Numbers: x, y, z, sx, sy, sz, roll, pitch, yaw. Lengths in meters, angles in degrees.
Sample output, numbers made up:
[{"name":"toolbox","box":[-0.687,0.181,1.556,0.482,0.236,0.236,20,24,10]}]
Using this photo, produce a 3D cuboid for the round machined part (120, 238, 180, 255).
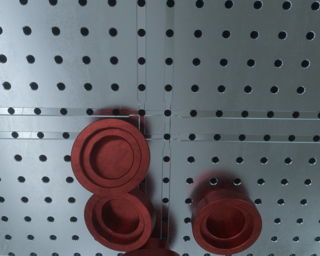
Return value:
[{"name":"round machined part","box":[-0.017,0.199,0.464,0.099,0.042,0.097,-3,137,-3]}]

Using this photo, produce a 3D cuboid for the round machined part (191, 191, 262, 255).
[{"name":"round machined part","box":[0.095,0.134,0.455,0.099,0.042,0.097,0,110,-1]}]

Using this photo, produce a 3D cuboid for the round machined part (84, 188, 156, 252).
[{"name":"round machined part","box":[-0.053,0.121,0.440,0.098,0.042,0.097,4,107,12]}]

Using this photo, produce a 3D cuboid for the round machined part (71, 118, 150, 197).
[{"name":"round machined part","box":[-0.061,0.038,0.404,0.099,0.042,0.097,0,82,0]}]
